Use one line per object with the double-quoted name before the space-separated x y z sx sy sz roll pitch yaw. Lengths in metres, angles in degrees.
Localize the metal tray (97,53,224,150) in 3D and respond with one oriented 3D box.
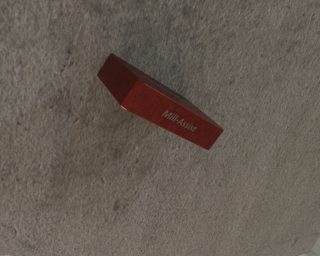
"metal tray" 0.002 -0.028 0.349 0.131 0.090 0.030 26 104 -38
